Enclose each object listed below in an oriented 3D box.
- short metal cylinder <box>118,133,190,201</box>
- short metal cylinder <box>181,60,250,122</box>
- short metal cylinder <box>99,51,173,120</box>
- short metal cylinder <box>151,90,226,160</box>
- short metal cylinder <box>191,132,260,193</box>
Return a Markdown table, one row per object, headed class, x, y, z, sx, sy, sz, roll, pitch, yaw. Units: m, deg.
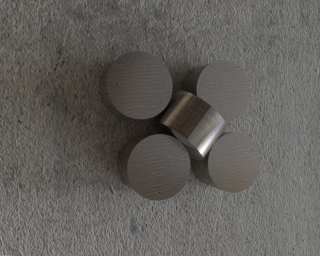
| class | x | y | z | sx | sy | sz | roll | pitch | yaw |
| --- | --- | --- | --- | --- | --- | --- | --- | --- | --- |
| short metal cylinder | -0.009 | 0.047 | 0.394 | 0.081 | 0.050 | 0.079 | 0 | 90 | -21 |
| short metal cylinder | 0.075 | -0.048 | 0.424 | 0.081 | 0.050 | 0.079 | 0 | 90 | -21 |
| short metal cylinder | -0.031 | -0.050 | 0.385 | 0.081 | 0.050 | 0.079 | 0 | 90 | -21 |
| short metal cylinder | 0.036 | -0.003 | 0.396 | 0.080 | 0.080 | 0.050 | 41 | 77 | -16 |
| short metal cylinder | 0.090 | 0.045 | 0.431 | 0.081 | 0.050 | 0.079 | 0 | 90 | -21 |
